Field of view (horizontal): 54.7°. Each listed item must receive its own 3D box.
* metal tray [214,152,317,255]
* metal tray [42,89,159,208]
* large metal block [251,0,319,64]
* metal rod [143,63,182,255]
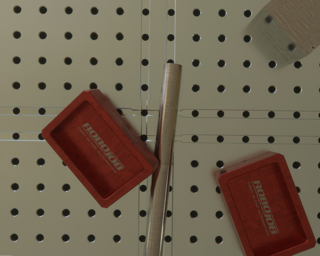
[{"bbox_3d":[0.138,0.107,0.411,0.090,0.030,0.129,-21,90,0],"label":"metal tray"},{"bbox_3d":[-0.077,0.026,0.397,0.090,0.030,0.130,-40,90,17],"label":"metal tray"},{"bbox_3d":[0.183,-0.144,0.402,0.080,0.050,0.080,-42,90,0],"label":"large metal block"},{"bbox_3d":[0.002,0.065,0.413,0.025,0.025,0.298,6,90,0],"label":"metal rod"}]
